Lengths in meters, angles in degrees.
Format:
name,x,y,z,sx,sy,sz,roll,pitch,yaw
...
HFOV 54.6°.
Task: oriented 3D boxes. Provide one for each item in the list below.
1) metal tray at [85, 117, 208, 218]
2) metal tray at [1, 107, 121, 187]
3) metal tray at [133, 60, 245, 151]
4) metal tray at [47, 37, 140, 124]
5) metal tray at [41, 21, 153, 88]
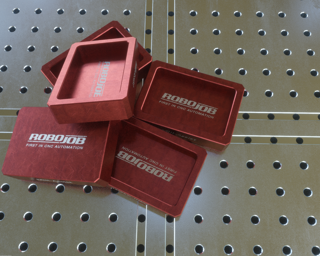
name,x,y,z,sx,sy,sz,roll,pitch,yaw
metal tray,-0.018,0.045,0.392,0.130,0.030,0.090,24,72,8
metal tray,-0.121,0.021,0.383,0.130,0.030,0.090,2,70,15
metal tray,0.039,-0.031,0.419,0.130,0.030,0.090,17,71,6
metal tray,-0.076,-0.063,0.386,0.090,0.030,0.130,-4,46,6
metal tray,-0.086,-0.084,0.438,0.130,0.030,0.090,-38,74,-13
